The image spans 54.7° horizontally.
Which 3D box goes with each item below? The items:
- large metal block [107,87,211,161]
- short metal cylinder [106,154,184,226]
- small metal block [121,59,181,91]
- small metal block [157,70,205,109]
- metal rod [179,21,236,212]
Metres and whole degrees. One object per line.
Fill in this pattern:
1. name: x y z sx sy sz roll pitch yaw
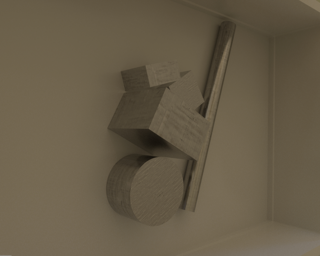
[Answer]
1. large metal block: -0.001 -0.003 0.372 0.080 0.080 0.050 35 69 -35
2. short metal cylinder: -0.018 0.073 0.378 0.081 0.050 0.079 0 90 -40
3. small metal block: -0.011 -0.065 0.383 0.050 0.050 0.025 -20 103 -39
4. small metal block: 0.030 -0.046 0.434 0.050 0.025 0.050 -39 114 -33
5. metal rod: 0.074 -0.025 0.470 0.025 0.025 0.299 24 75 -38
